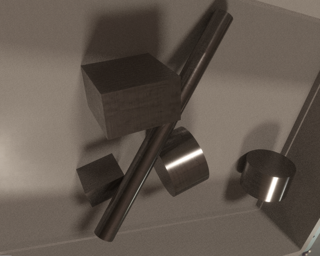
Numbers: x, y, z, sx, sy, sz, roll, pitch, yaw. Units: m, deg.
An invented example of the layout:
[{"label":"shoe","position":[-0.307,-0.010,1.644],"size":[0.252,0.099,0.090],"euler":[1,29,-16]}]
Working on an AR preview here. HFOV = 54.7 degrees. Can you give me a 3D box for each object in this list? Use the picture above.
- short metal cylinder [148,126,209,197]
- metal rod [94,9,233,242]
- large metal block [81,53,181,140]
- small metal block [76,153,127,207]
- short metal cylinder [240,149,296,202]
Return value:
[{"label":"short metal cylinder","position":[0.023,0.044,0.415],"size":[0.050,0.080,0.080],"euler":[-25,128,-13]},{"label":"metal rod","position":[0.005,-0.004,0.369],"size":[0.025,0.025,0.299],"euler":[29,89,-38]},{"label":"large metal block","position":[-0.032,-0.038,0.333],"size":[0.081,0.080,0.050],"euler":[-16,125,-20]},{"label":"small metal block","position":[-0.073,0.065,0.394],"size":[0.050,0.050,0.025],"euler":[-24,128,-14]},{"label":"short metal cylinder","position":[0.181,0.079,0.524],"size":[0.081,0.080,0.050],"euler":[-8,122,-25]}]
